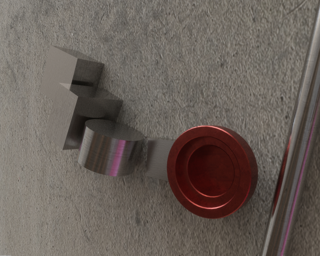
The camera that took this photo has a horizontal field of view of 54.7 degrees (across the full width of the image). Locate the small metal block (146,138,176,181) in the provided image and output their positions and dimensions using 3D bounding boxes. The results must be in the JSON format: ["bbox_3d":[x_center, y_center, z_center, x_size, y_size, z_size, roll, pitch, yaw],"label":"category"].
[{"bbox_3d":[0.011,0.039,0.395,0.050,0.025,0.050,5,93,39],"label":"small metal block"}]

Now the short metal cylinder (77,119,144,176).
[{"bbox_3d":[-0.068,0.025,0.423,0.080,0.081,0.050,27,107,36],"label":"short metal cylinder"}]

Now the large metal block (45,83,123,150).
[{"bbox_3d":[-0.112,-0.017,0.459,0.050,0.081,0.079,33,110,35],"label":"large metal block"}]

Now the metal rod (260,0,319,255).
[{"bbox_3d":[0.131,0.030,0.296,0.025,0.025,0.298,16,100,38],"label":"metal rod"}]

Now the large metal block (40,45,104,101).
[{"bbox_3d":[-0.145,-0.082,0.505,0.080,0.050,0.079,30,108,35],"label":"large metal block"}]

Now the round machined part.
[{"bbox_3d":[0.060,0.046,0.341,0.098,0.042,0.097,1,91,36],"label":"round machined part"}]
